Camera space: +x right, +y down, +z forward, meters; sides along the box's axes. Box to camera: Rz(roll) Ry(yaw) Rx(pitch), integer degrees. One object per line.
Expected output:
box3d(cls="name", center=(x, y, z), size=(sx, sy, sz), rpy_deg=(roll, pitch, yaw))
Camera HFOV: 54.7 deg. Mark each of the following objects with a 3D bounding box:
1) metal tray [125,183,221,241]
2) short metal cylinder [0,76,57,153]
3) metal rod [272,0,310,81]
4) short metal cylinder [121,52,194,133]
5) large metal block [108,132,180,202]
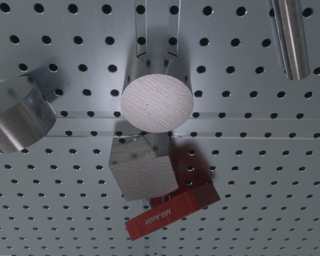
box3d(cls="metal tray", center=(0.020, 0.131, 0.487), size=(0.130, 0.030, 0.090), rpy_deg=(-33, 161, 25))
box3d(cls="short metal cylinder", center=(-0.170, -0.017, 0.359), size=(0.080, 0.080, 0.050), rpy_deg=(-12, 129, 10))
box3d(cls="metal rod", center=(0.100, -0.167, 0.270), size=(0.025, 0.025, 0.299), rpy_deg=(-19, 128, 15))
box3d(cls="short metal cylinder", center=(-0.003, -0.041, 0.360), size=(0.081, 0.050, 0.079), rpy_deg=(0, 130, 0))
box3d(cls="large metal block", center=(-0.019, 0.055, 0.442), size=(0.080, 0.050, 0.080), rpy_deg=(-10, 130, 8))
